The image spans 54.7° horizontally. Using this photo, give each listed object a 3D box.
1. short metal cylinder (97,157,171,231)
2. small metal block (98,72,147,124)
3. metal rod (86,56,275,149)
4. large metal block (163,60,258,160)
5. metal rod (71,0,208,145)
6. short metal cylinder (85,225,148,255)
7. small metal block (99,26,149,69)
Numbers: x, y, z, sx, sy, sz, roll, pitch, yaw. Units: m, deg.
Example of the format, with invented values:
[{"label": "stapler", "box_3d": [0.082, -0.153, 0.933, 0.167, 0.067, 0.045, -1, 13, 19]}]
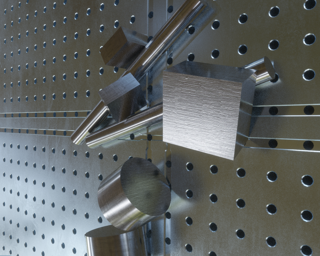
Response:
[{"label": "short metal cylinder", "box_3d": [-0.032, 0.085, 0.401, 0.050, 0.081, 0.080, -40, 66, 33]}, {"label": "small metal block", "box_3d": [-0.050, -0.040, 0.421, 0.050, 0.050, 0.025, -33, 62, -9]}, {"label": "metal rod", "box_3d": [0.001, -0.020, 0.408, 0.299, 0.025, 0.025, -21, 77, 38]}, {"label": "large metal block", "box_3d": [0.051, -0.022, 0.326, 0.080, 0.050, 0.079, 14, 119, 27]}, {"label": "metal rod", "box_3d": [-0.046, -0.068, 0.447, 0.299, 0.025, 0.025, -43, 64, 31]}, {"label": "short metal cylinder", "box_3d": [-0.058, 0.163, 0.422, 0.080, 0.081, 0.050, -13, 82, 39]}, {"label": "small metal block", "box_3d": [-0.047, -0.109, 0.432, 0.050, 0.050, 0.025, -37, 67, 34]}]
